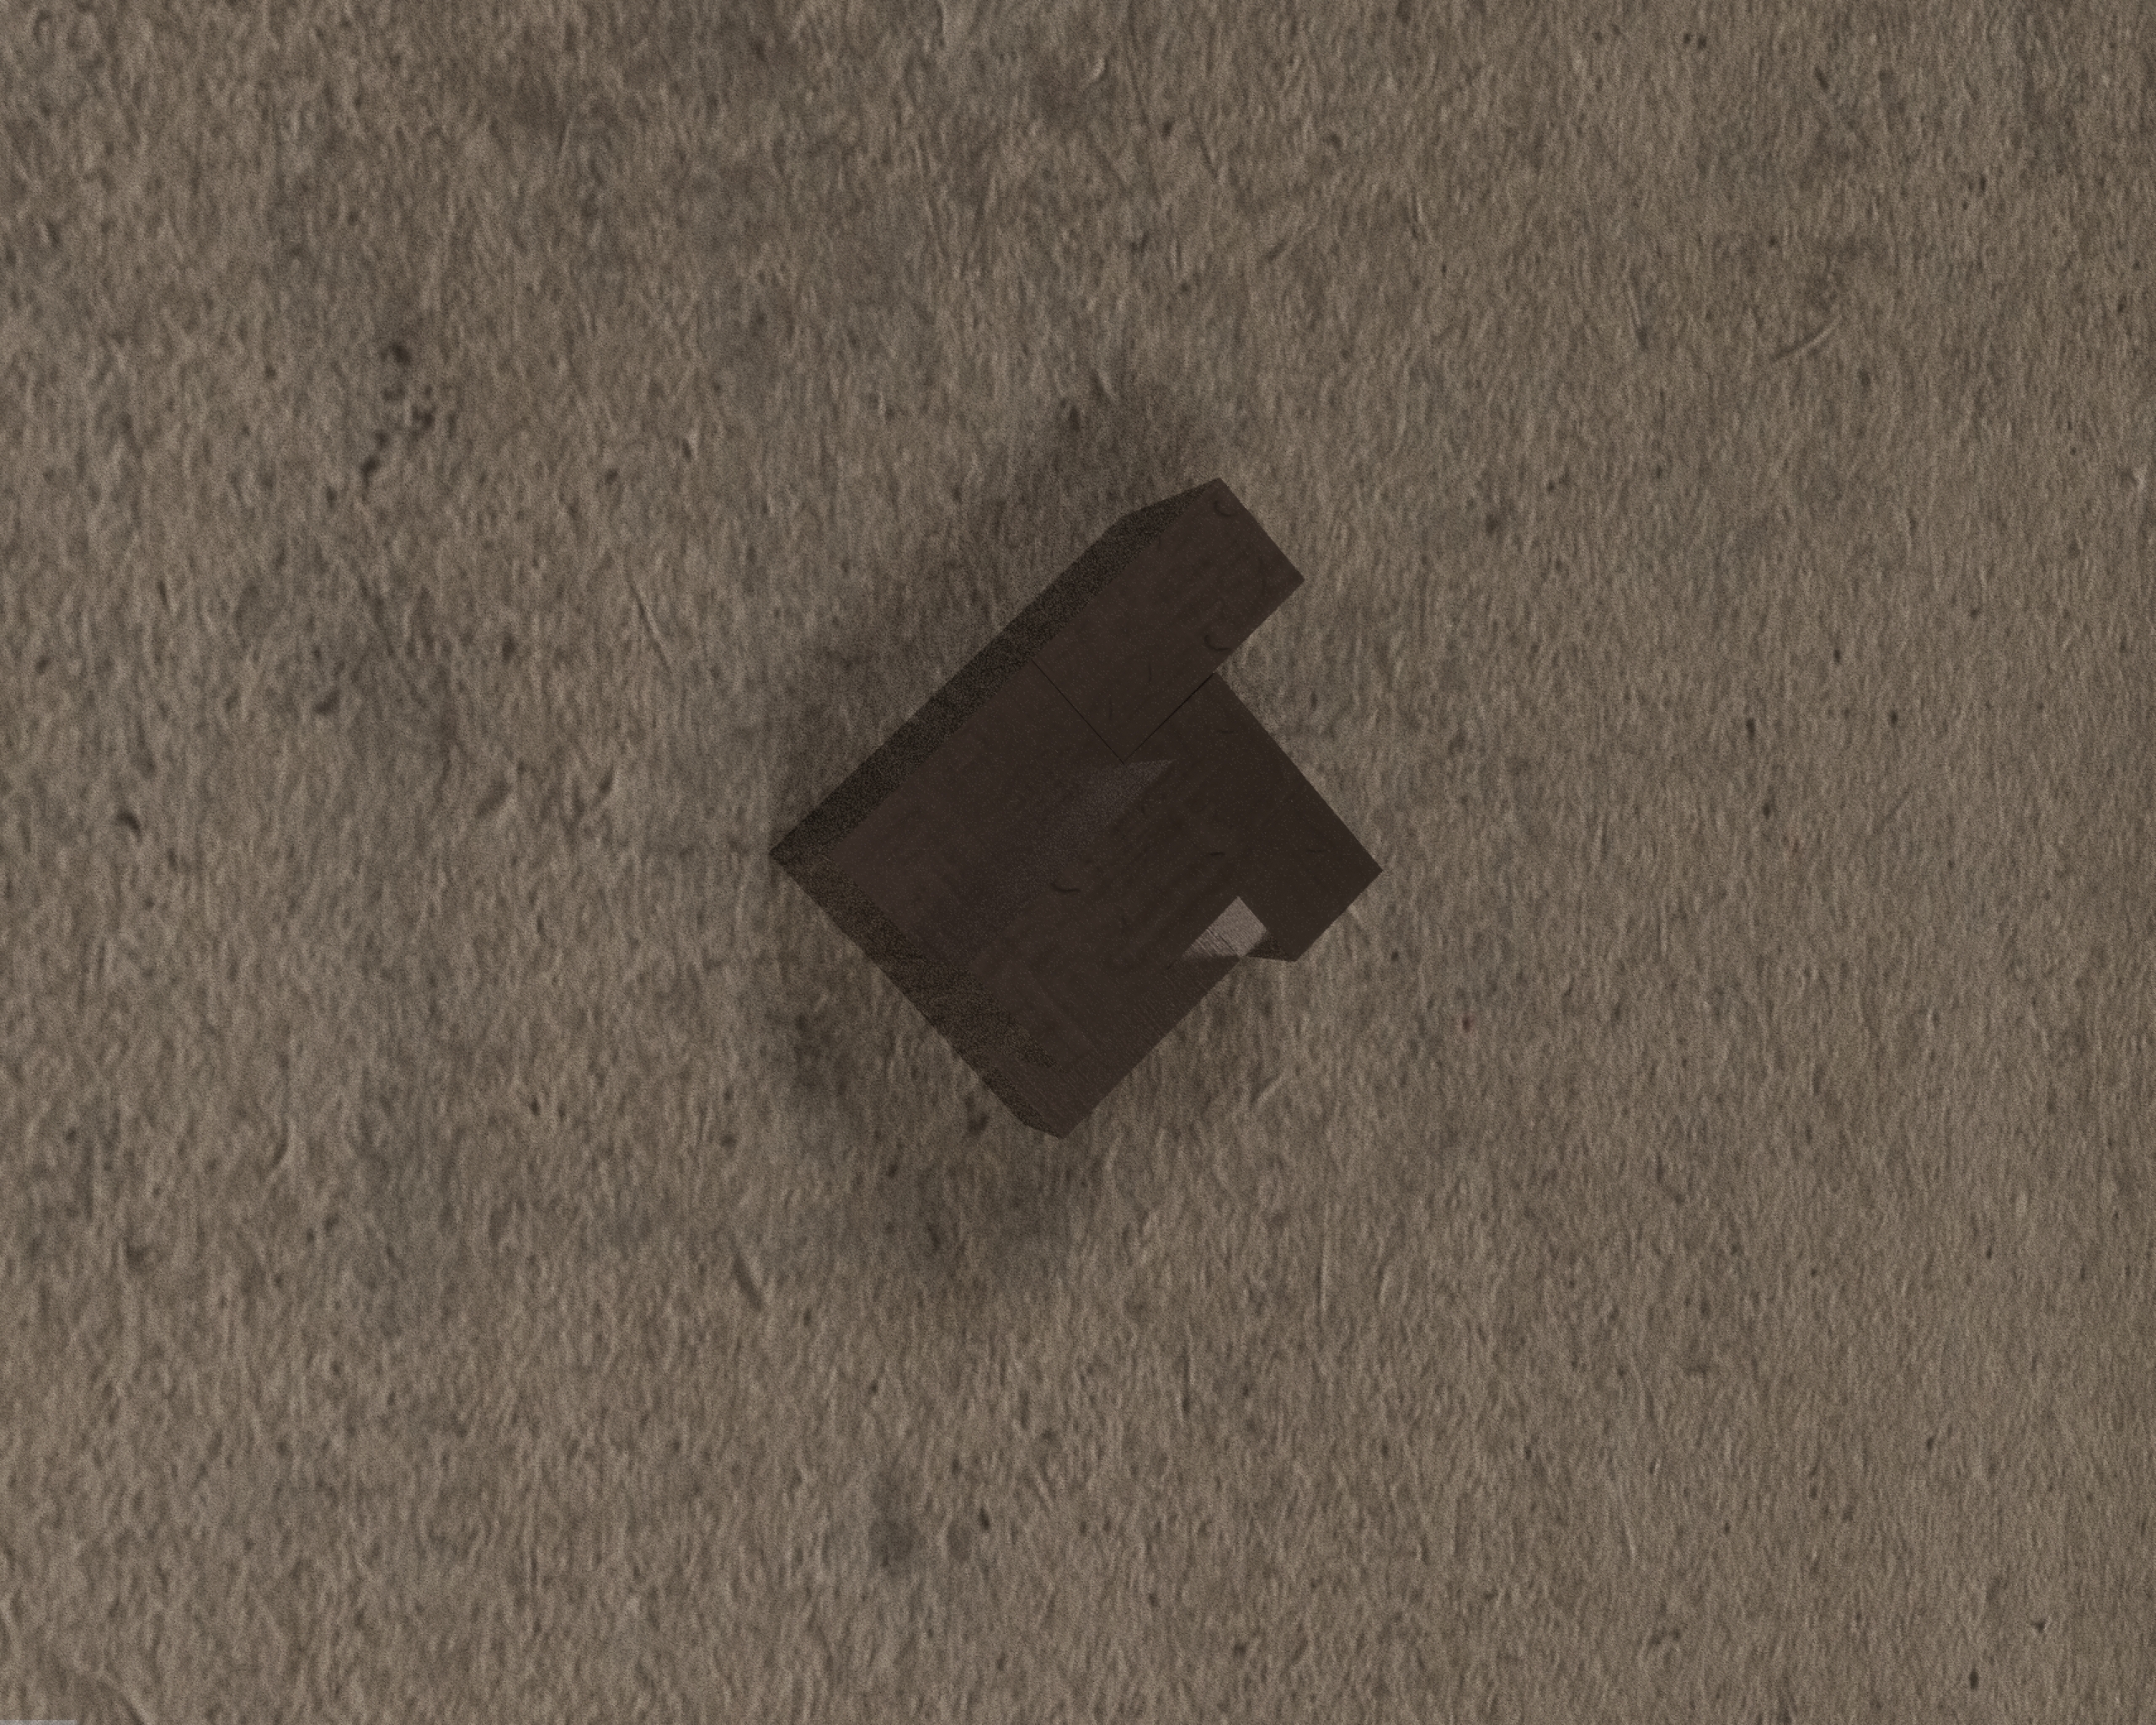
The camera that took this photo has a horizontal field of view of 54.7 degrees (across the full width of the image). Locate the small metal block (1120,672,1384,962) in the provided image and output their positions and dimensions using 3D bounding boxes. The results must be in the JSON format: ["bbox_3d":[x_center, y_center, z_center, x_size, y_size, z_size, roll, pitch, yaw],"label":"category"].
[{"bbox_3d":[0.024,-0.008,0.407,0.025,0.050,0.050,-45,105,-14],"label":"small metal block"}]

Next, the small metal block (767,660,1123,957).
[{"bbox_3d":[-0.026,-0.010,0.388,0.050,0.050,0.025,-45,105,-15],"label":"small metal block"}]

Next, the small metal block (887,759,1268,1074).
[{"bbox_3d":[-0.001,0.009,0.371,0.050,0.050,0.025,-45,105,-15],"label":"small metal block"}]

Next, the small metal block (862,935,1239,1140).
[{"bbox_3d":[-0.006,0.018,0.409,0.050,0.025,0.050,-44,104,-15],"label":"small metal block"}]

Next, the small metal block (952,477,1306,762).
[{"bbox_3d":[0.008,-0.044,0.401,0.050,0.050,0.025,-45,105,-15],"label":"small metal block"}]
